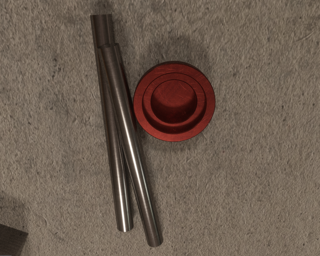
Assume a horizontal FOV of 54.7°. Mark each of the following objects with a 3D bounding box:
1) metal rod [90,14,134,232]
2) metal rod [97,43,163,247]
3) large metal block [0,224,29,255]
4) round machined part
[{"bbox_3d":[-0.060,0.008,0.411,0.025,0.025,0.298,-3,110,1],"label":"metal rod"},{"bbox_3d":[-0.033,0.040,0.410,0.025,0.025,0.298,-9,115,3],"label":"metal rod"},{"bbox_3d":[-0.251,0.183,0.445,0.080,0.080,0.050,23,108,-9],"label":"large metal block"},{"bbox_3d":[0.017,-0.035,0.388,0.099,0.042,0.097,0,110,-1],"label":"round machined part"}]
